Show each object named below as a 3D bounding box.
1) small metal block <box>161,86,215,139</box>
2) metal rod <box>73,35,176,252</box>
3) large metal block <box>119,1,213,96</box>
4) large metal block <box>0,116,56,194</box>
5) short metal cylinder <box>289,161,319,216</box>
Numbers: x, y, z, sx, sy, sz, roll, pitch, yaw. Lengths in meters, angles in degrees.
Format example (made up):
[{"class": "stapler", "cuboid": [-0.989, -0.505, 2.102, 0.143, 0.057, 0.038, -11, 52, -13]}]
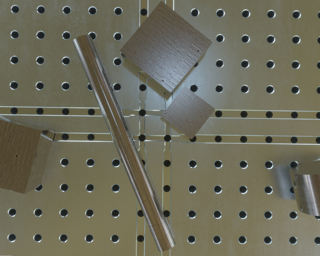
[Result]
[{"class": "small metal block", "cuboid": [0.037, -0.020, 0.414, 0.050, 0.025, 0.050, 37, 90, -1]}, {"class": "metal rod", "cuboid": [-0.047, 0.020, 0.412, 0.025, 0.025, 0.299, -22, 90, 0]}, {"class": "large metal block", "cuboid": [0.007, -0.099, 0.401, 0.080, 0.050, 0.080, 39, 90, -1]}, {"class": "large metal block", "cuboid": [-0.192, 0.031, 0.398, 0.080, 0.050, 0.080, 15, 90, -1]}, {"class": "short metal cylinder", "cuboid": [0.210, 0.072, 0.389, 0.080, 0.080, 0.050, -13, 90, 0]}]
